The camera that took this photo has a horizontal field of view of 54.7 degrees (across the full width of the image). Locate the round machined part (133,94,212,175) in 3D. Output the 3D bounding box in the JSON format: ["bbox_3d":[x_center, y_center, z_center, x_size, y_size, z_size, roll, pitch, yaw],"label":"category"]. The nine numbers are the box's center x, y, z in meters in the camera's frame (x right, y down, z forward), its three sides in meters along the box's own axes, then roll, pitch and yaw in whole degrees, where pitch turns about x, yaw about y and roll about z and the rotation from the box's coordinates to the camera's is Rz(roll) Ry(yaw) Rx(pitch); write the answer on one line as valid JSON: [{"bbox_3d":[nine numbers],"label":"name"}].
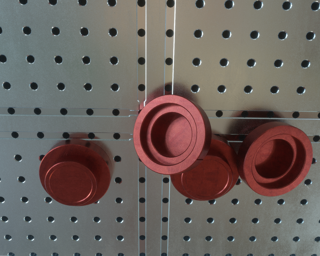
[{"bbox_3d":[0.019,0.009,0.391,0.098,0.042,0.097,-3,83,28],"label":"round machined part"}]

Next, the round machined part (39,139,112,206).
[{"bbox_3d":[-0.118,0.068,0.428,0.099,0.042,0.097,0,110,-1],"label":"round machined part"}]

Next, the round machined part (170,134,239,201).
[{"bbox_3d":[0.062,0.060,0.427,0.099,0.042,0.097,0,110,-1],"label":"round machined part"}]

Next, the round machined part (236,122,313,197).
[{"bbox_3d":[0.147,0.038,0.413,0.099,0.042,0.097,-4,107,-12],"label":"round machined part"}]
